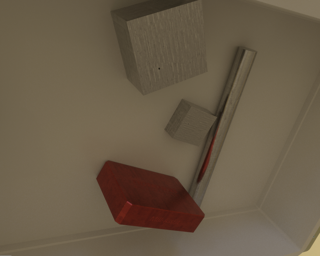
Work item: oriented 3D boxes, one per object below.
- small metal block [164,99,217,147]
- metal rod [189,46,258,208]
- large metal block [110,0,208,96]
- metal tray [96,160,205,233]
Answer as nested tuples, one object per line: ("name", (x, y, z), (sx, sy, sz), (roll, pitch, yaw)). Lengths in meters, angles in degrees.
("small metal block", (0.043, -0.007, 0.430), (0.050, 0.025, 0.050), (19, 109, -36))
("metal rod", (0.083, 0.027, 0.472), (0.025, 0.025, 0.298), (0, 119, -29))
("large metal block", (0.001, -0.093, 0.337), (0.081, 0.050, 0.080), (-23, 127, -15))
("metal tray", (-0.012, 0.093, 0.419), (0.131, 0.090, 0.030), (20, 107, -36))
